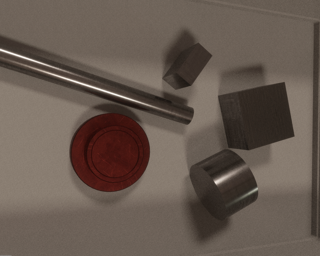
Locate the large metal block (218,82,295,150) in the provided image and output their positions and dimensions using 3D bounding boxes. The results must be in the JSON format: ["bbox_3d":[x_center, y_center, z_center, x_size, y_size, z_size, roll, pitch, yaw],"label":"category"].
[{"bbox_3d":[0.139,-0.018,0.450,0.081,0.050,0.080,-14,95,-20],"label":"large metal block"}]

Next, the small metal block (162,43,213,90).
[{"bbox_3d":[0.035,-0.080,0.411,0.025,0.050,0.050,39,78,-16],"label":"small metal block"}]

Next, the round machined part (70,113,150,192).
[{"bbox_3d":[-0.059,0.030,0.381,0.099,0.042,0.097,0,90,-21],"label":"round machined part"}]

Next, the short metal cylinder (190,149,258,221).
[{"bbox_3d":[0.083,0.075,0.414,0.050,0.080,0.080,-24,98,-19],"label":"short metal cylinder"}]

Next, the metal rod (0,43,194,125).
[{"bbox_3d":[-0.096,-0.057,0.375,0.302,0.025,0.025,17,85,-20],"label":"metal rod"}]
